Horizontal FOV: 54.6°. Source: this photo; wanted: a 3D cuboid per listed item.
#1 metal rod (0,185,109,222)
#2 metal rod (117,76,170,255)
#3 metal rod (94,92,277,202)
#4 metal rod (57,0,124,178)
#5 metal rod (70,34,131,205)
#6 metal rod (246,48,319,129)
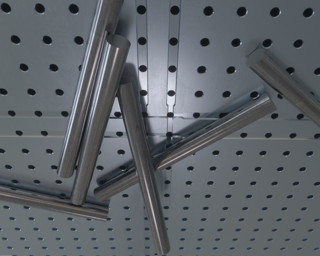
[{"bbox_3d":[-0.233,0.111,0.503,0.302,0.025,0.025,16,128,-13],"label":"metal rod"},{"bbox_3d":[-0.019,0.072,0.438,0.025,0.025,0.298,-7,120,6],"label":"metal rod"},{"bbox_3d":[0.020,0.037,0.442,0.300,0.025,0.025,-31,124,23],"label":"metal rod"},{"bbox_3d":[-0.090,-0.041,0.375,0.025,0.025,0.298,16,128,-13],"label":"metal rod"},{"bbox_3d":[-0.088,0.014,0.409,0.025,0.025,0.298,14,133,-12],"label":"metal rod"},{"bbox_3d":[0.222,-0.006,0.407,0.301,0.025,0.025,32,123,-24],"label":"metal rod"}]
